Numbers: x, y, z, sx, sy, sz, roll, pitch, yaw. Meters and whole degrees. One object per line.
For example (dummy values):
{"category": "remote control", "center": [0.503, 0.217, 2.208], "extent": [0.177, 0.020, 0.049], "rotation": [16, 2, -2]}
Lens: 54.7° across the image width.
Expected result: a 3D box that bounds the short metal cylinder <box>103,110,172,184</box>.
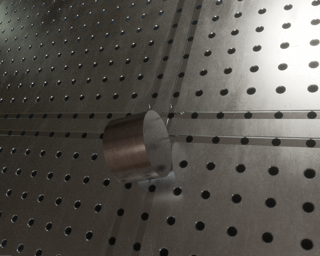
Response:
{"category": "short metal cylinder", "center": [-0.024, 0.023, 0.370], "extent": [0.050, 0.080, 0.080], "rotation": [-13, 56, 21]}
